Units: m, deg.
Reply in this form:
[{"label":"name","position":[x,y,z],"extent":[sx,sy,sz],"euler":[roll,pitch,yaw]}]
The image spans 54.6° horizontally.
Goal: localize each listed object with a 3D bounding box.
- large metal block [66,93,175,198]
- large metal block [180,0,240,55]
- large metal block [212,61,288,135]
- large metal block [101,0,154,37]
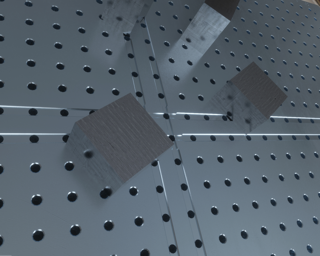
[{"label":"large metal block","position":[-0.045,0.018,0.356],"extent":[0.080,0.050,0.080],"euler":[50,51,7]},{"label":"large metal block","position":[0.086,-0.189,0.534],"extent":[0.050,0.080,0.080],"euler":[33,52,-7]},{"label":"large metal block","position":[0.145,-0.049,0.499],"extent":[0.080,0.050,0.080],"euler":[48,51,5]},{"label":"large metal block","position":[-0.039,-0.203,0.475],"extent":[0.050,0.080,0.080],"euler":[32,52,-8]}]
